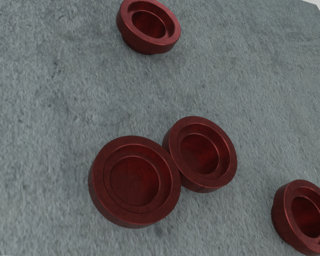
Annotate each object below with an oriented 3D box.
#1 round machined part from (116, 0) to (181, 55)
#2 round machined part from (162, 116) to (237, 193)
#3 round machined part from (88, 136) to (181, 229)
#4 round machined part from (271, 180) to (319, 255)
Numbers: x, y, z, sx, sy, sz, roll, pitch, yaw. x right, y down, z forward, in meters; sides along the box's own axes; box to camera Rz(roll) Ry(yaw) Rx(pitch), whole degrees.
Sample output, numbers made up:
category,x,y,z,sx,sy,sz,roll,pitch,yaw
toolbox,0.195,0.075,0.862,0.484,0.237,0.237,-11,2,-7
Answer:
category,x,y,z,sx,sy,sz,roll,pitch,yaw
round machined part,-0.021,-0.152,0.476,0.099,0.042,0.098,14,56,-21
round machined part,0.046,0.037,0.397,0.099,0.042,0.098,14,56,-21
round machined part,-0.030,0.061,0.340,0.099,0.042,0.098,13,57,-20
round machined part,0.194,0.124,0.424,0.099,0.042,0.098,14,56,-21
